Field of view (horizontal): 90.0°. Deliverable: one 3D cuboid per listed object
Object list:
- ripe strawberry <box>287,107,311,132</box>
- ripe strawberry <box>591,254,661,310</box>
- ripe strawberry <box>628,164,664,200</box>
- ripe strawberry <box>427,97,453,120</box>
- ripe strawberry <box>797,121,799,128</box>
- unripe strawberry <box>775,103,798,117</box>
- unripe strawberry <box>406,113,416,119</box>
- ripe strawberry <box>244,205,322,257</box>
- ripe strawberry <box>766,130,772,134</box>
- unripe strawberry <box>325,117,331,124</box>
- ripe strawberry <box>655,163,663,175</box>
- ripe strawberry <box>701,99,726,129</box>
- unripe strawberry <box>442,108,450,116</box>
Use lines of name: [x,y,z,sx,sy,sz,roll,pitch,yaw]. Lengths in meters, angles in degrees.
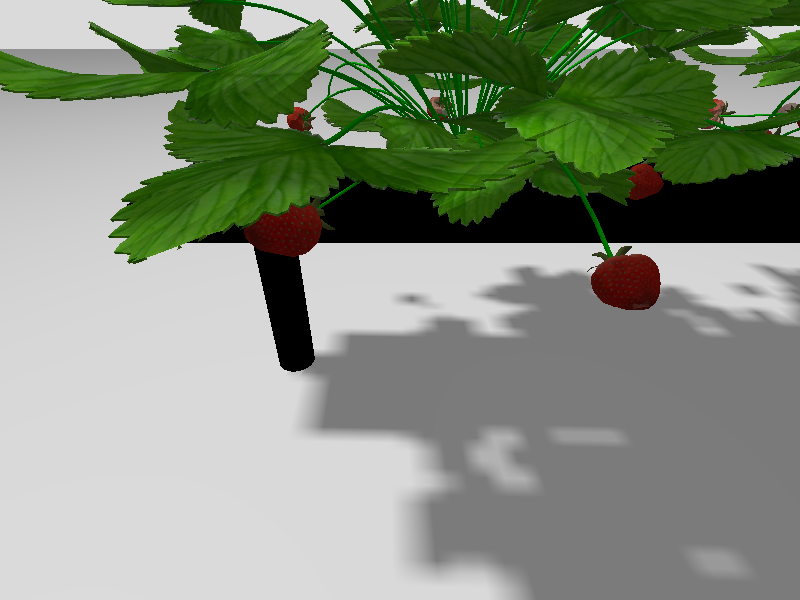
ripe strawberry: [-0.121,-0.212,0.473,0.031,0.030,0.028,21,39,38]
ripe strawberry: [0.095,-0.006,0.167,0.027,0.024,0.024,-6,-42,-9]
ripe strawberry: [0.170,-0.082,0.280,0.025,0.024,0.027,19,38,26]
ripe strawberry: [0.052,-0.252,0.531,0.034,0.030,0.031,0,-3,-1]
ripe strawberry: [0.471,-0.203,0.451,0.040,0.042,0.043,-8,34,-11]
unripe strawberry: [0.504,-0.243,0.522,0.022,0.025,0.024,0,19,0]
unripe strawberry: [0.012,-0.181,0.423,0.035,0.032,0.032,-13,35,-19]
ripe strawberry: [-0.061,-0.039,0.207,0.038,0.033,0.038,23,40,30]
ripe strawberry: [0.290,-0.131,0.342,0.037,0.036,0.040,1,34,2]
unripe strawberry: [-0.085,-0.217,0.482,0.009,0.010,0.010,-24,41,-32]
ripe strawberry: [0.227,-0.114,0.318,0.036,0.036,0.040,5,34,6]
ripe strawberry: [0.376,-0.228,0.491,0.038,0.034,0.034,-21,39,-29]
unripe strawberry: [0.059,-0.239,0.509,0.011,0.010,0.010,1,34,1]
